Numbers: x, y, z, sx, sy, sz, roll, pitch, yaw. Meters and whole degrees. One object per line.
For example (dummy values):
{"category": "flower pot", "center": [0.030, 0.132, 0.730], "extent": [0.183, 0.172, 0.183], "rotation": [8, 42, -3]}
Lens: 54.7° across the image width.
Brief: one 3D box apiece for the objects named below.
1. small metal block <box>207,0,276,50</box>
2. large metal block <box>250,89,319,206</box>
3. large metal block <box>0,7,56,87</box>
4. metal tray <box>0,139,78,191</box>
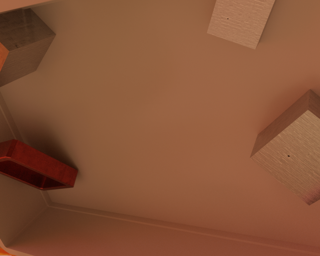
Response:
{"category": "small metal block", "center": [0.079, -0.110, 0.298], "extent": [0.050, 0.025, 0.050], "rotation": [24, 127, 13]}
{"category": "large metal block", "center": [0.156, 0.021, 0.323], "extent": [0.080, 0.050, 0.080], "rotation": [39, 129, 1]}
{"category": "large metal block", "center": [-0.198, -0.105, 0.410], "extent": [0.050, 0.080, 0.080], "rotation": [46, 129, -4]}
{"category": "metal tray", "center": [-0.215, 0.066, 0.514], "extent": [0.090, 0.030, 0.130], "rotation": [-12, 145, 32]}
